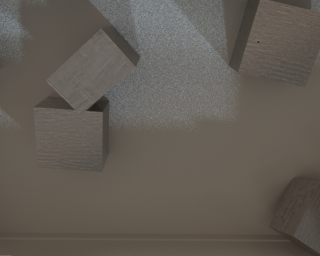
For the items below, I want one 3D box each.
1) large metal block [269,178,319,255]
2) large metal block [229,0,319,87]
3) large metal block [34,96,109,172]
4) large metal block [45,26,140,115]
[{"bbox_3d":[0.214,0.127,0.429,0.080,0.050,0.080,35,78,-12],"label":"large metal block"},{"bbox_3d":[0.136,-0.100,0.362,0.081,0.050,0.079,11,110,-4],"label":"large metal block"},{"bbox_3d":[-0.110,0.007,0.399,0.081,0.050,0.079,4,110,-2],"label":"large metal block"},{"bbox_3d":[-0.072,-0.069,0.356,0.080,0.080,0.050,-39,106,13],"label":"large metal block"}]
